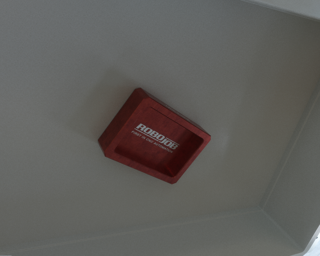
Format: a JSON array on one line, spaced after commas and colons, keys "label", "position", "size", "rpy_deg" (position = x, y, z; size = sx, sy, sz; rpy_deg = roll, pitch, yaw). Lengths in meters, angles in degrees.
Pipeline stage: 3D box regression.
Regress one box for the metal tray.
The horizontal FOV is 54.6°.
[{"label": "metal tray", "position": [-0.003, 0.016, 0.412], "size": [0.131, 0.030, 0.090], "rpy_deg": [30, 102, -38]}]
